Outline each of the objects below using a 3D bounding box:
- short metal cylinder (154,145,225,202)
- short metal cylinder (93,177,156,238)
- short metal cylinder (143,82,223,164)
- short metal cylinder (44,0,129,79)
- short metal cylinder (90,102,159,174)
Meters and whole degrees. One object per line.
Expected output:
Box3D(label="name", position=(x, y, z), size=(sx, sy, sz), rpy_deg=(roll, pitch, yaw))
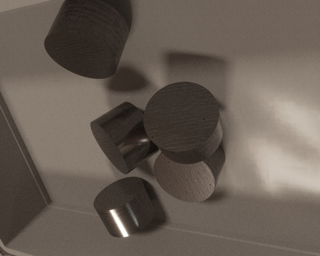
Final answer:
Box3D(label="short metal cylinder", position=(0.039, 0.049, 0.401), size=(0.080, 0.050, 0.079), rpy_deg=(13, 124, 20))
Box3D(label="short metal cylinder", position=(-0.053, 0.119, 0.473), size=(0.080, 0.080, 0.050), rpy_deg=(-10, 113, 32))
Box3D(label="short metal cylinder", position=(0.027, -0.005, 0.346), size=(0.080, 0.080, 0.050), rpy_deg=(14, 163, 20))
Box3D(label="short metal cylinder", position=(-0.081, -0.099, 0.349), size=(0.080, 0.050, 0.080), rpy_deg=(12, 157, 5))
Box3D(label="short metal cylinder", position=(-0.046, 0.013, 0.401), size=(0.080, 0.050, 0.080), rpy_deg=(43, 154, 27))
